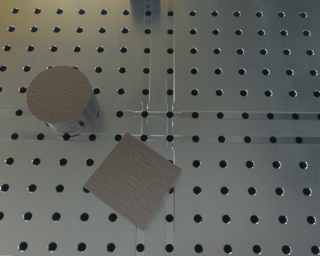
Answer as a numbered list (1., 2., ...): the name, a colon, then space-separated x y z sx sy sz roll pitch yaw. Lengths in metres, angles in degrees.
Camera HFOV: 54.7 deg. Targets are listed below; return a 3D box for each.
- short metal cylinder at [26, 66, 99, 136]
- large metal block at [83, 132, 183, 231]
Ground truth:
1. short metal cylinder: -0.126 -0.035 0.410 0.081 0.050 0.080 0 70 0
2. large metal block: -0.030 0.065 0.374 0.080 0.050 0.080 34 73 11
